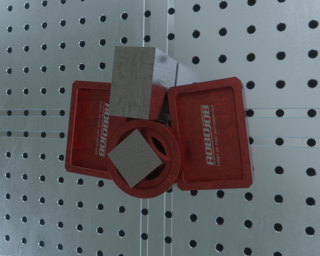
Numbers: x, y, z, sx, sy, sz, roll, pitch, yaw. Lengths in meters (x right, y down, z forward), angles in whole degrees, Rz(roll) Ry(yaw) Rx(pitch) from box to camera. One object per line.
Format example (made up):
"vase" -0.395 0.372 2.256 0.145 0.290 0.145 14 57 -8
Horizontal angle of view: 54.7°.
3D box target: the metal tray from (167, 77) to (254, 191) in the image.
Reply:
"metal tray" 0.062 0.009 0.384 0.090 0.030 0.129 -7 88 19

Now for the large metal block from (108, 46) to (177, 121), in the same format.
"large metal block" -0.018 -0.052 0.386 0.050 0.080 0.079 7 92 20

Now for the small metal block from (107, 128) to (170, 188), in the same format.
"small metal block" -0.026 0.036 0.373 0.050 0.025 0.050 -41 77 15

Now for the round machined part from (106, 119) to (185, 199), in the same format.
"round machined part" -0.015 0.037 0.395 0.098 0.042 0.097 0 90 19

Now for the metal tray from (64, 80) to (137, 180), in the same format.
"metal tray" -0.082 0.002 0.434 0.090 0.030 0.129 7 92 19
